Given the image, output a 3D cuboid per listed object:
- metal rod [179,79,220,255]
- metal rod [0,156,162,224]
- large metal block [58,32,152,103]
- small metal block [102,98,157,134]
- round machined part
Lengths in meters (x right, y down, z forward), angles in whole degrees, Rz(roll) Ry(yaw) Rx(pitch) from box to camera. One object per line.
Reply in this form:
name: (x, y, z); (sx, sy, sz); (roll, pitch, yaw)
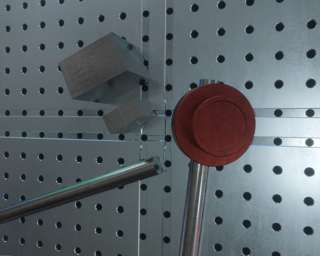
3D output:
metal rod: (0.046, 0.088, 0.395); (0.025, 0.025, 0.298); (7, 92, 19)
metal rod: (-0.138, 0.099, 0.459); (0.300, 0.025, 0.025); (-20, 84, 18)
large metal block: (-0.068, -0.074, 0.406); (0.080, 0.080, 0.050); (-24, 82, 18)
small metal block: (-0.039, -0.015, 0.412); (0.050, 0.050, 0.025); (-29, 81, 17)
round machined part: (0.065, -0.003, 0.359); (0.099, 0.042, 0.097); (-1, 93, -9)
